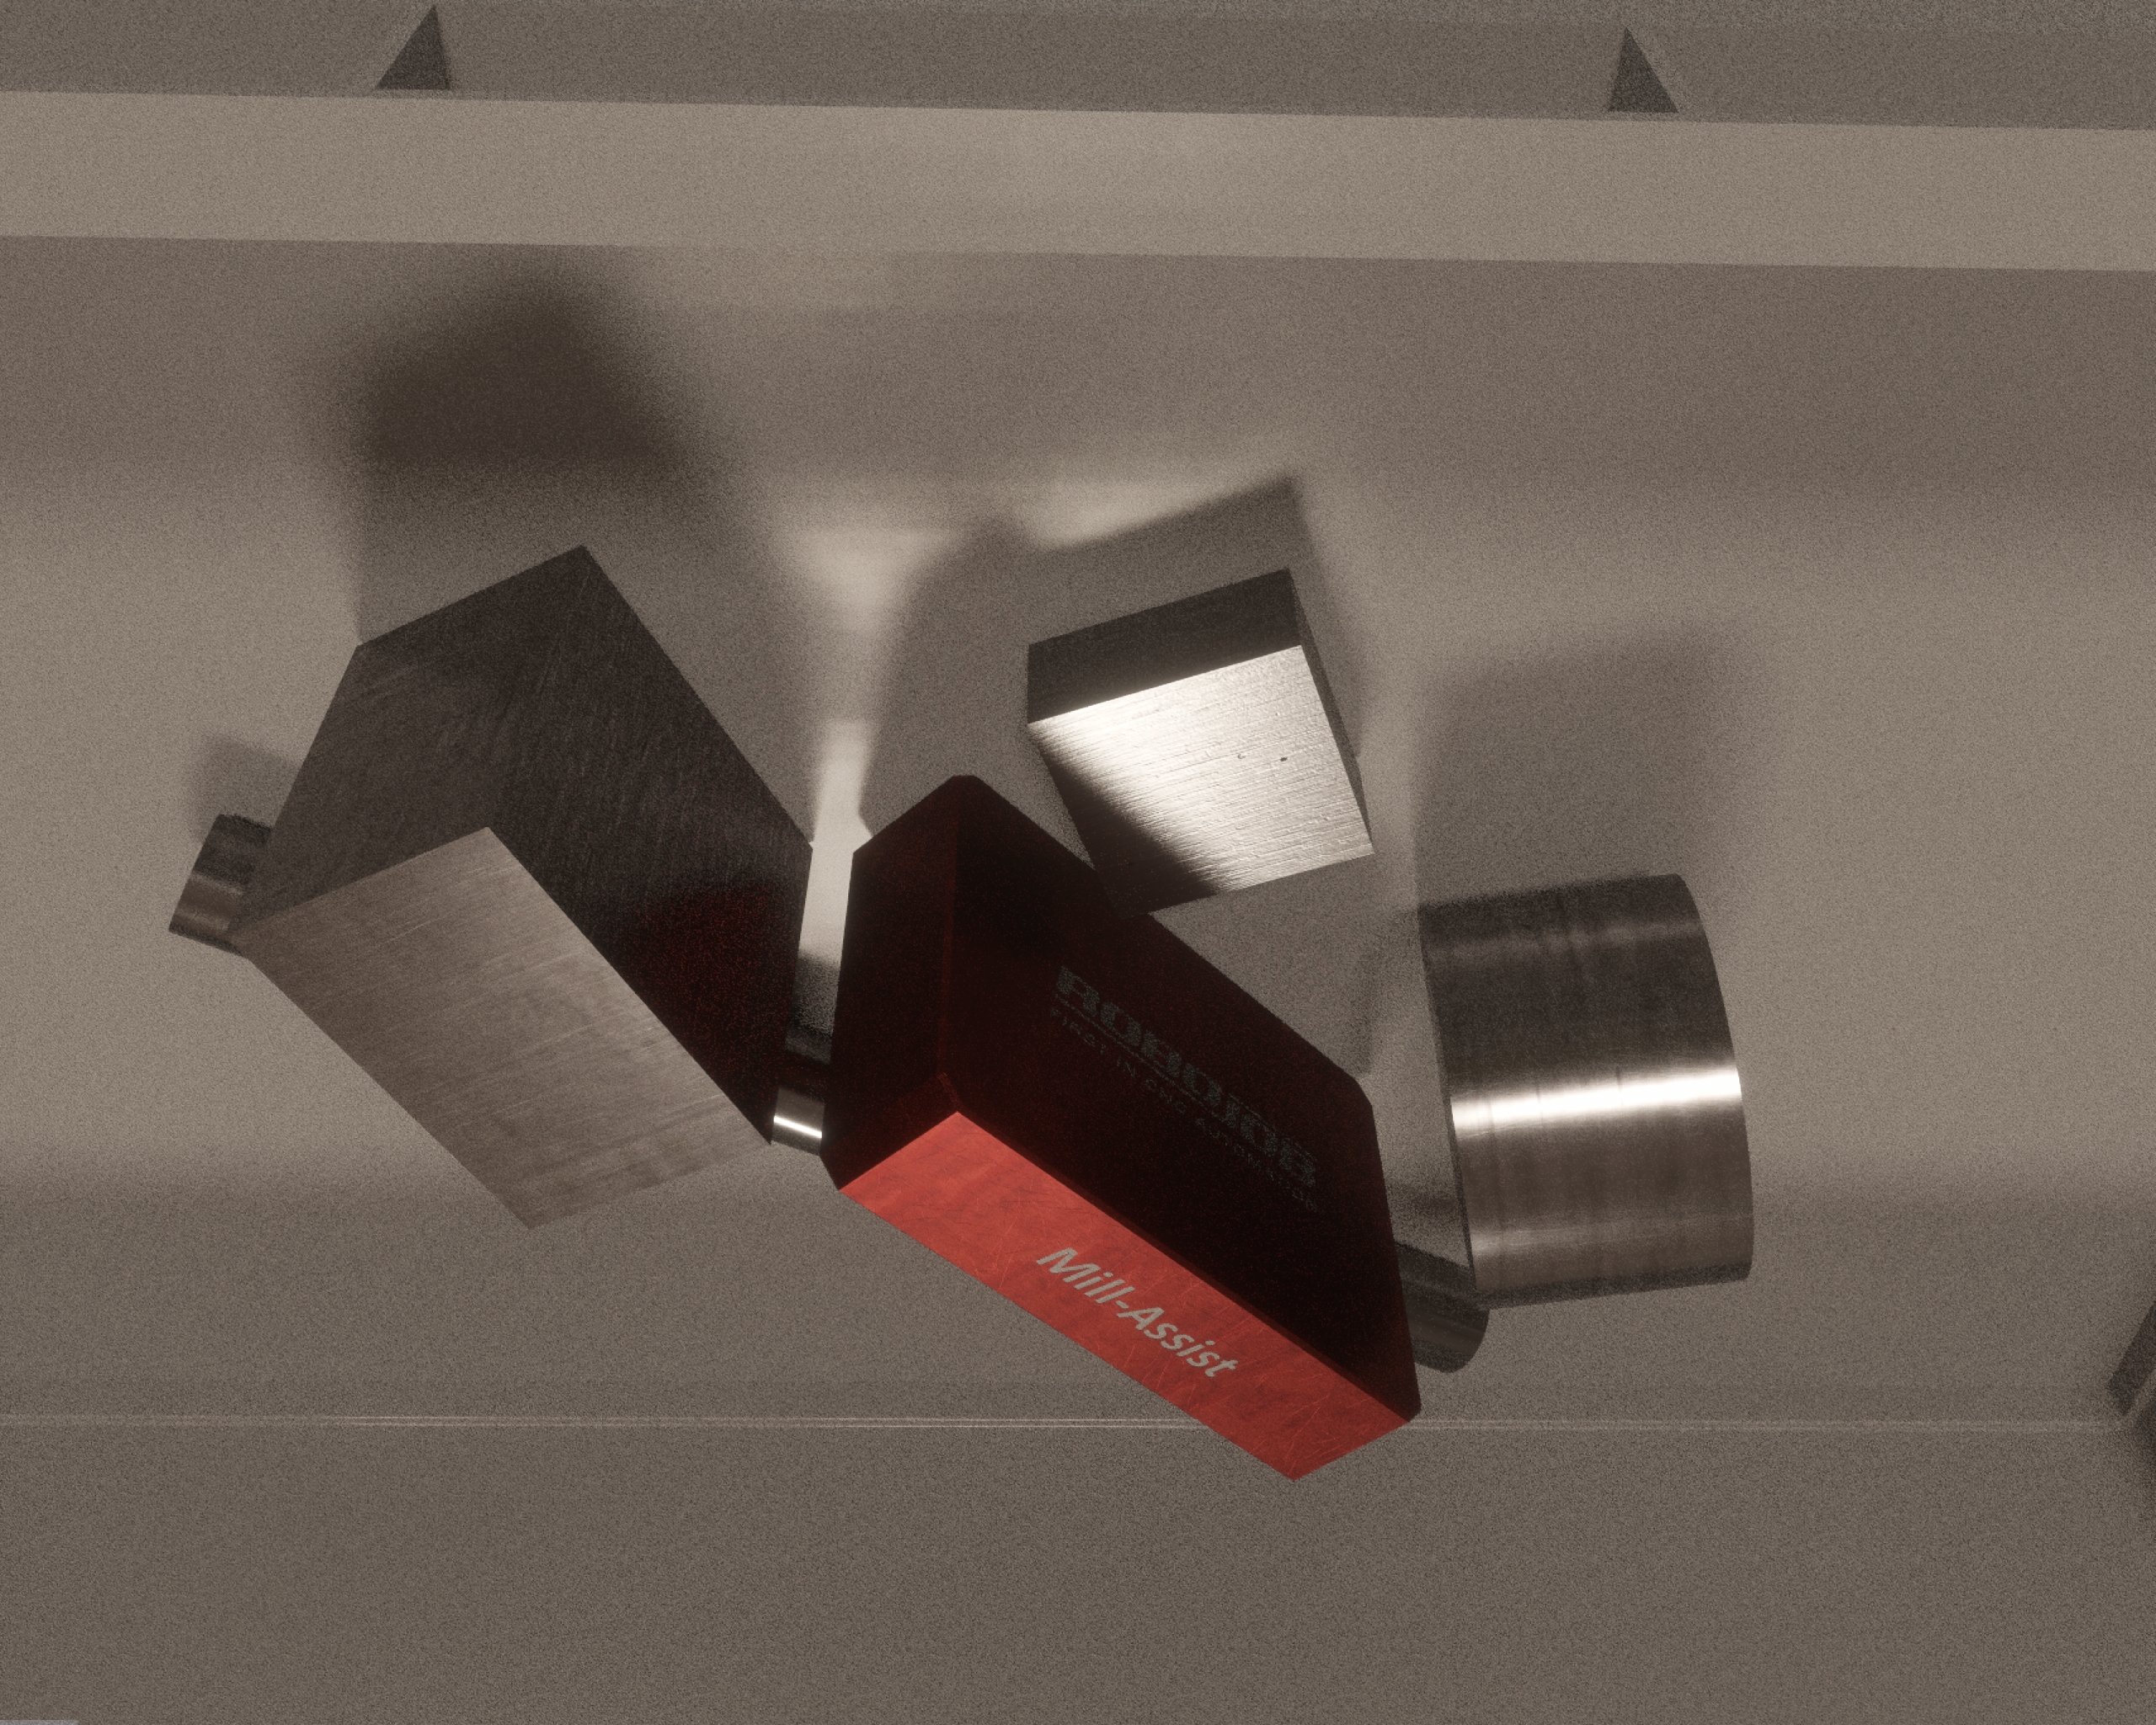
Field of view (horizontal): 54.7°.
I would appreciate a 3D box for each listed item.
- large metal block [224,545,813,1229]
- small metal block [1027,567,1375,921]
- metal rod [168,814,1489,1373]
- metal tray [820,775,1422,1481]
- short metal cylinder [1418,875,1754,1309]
[{"bbox_3d":[-0.093,0.004,0.373,0.050,0.080,0.080,-21,127,16],"label":"large metal block"},{"bbox_3d":[0.023,-0.021,0.388,0.050,0.025,0.050,-16,129,12],"label":"small metal block"},{"bbox_3d":[-0.040,0.056,0.455,0.302,0.025,0.025,22,126,-19],"label":"metal rod"},{"bbox_3d":[0.011,0.052,0.408,0.030,0.090,0.130,-36,122,26],"label":"metal tray"},{"bbox_3d":[0.098,0.045,0.411,0.050,0.080,0.080,-8,130,8],"label":"short metal cylinder"}]
